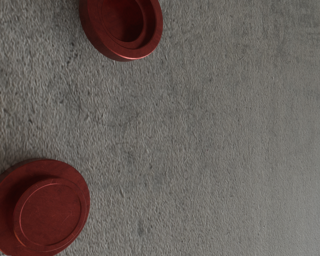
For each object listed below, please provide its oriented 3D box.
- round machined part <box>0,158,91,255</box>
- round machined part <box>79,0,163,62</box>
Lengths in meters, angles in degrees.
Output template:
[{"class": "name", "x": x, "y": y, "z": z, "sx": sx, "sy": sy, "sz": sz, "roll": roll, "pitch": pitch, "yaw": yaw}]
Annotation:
[{"class": "round machined part", "x": -0.112, "y": 0.079, "z": 0.300, "sx": 0.099, "sy": 0.042, "sz": 0.097, "roll": 0, "pitch": 90, "yaw": -40}, {"class": "round machined part", "x": -0.047, "y": -0.124, "z": 0.354, "sx": 0.099, "sy": 0.042, "sz": 0.097, "roll": 0, "pitch": 90, "yaw": -40}]
